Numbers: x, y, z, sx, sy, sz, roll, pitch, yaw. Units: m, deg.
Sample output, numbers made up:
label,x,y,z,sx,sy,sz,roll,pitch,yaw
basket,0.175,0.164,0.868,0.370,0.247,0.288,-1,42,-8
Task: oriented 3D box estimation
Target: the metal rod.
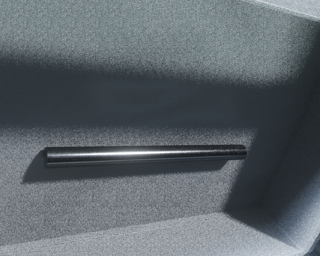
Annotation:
label,x,y,z,sx,sy,sz,roll,pitch,yaw
metal rod,0.000,0.037,0.430,0.302,0.025,0.025,1,118,-29
